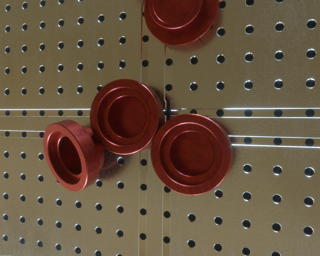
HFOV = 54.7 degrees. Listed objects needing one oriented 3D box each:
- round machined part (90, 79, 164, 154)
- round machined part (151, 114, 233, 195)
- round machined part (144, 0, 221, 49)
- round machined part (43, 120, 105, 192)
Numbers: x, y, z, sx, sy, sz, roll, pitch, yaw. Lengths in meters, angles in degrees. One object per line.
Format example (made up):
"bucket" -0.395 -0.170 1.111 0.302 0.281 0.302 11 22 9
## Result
"round machined part" -0.041 -0.015 0.417 0.098 0.042 0.097 0 90 19
"round machined part" 0.042 0.031 0.388 0.098 0.042 0.097 0 90 19
"round machined part" 0.025 -0.154 0.394 0.098 0.042 0.097 0 90 19
"round machined part" -0.115 0.035 0.430 0.098 0.042 0.097 16 116 36
